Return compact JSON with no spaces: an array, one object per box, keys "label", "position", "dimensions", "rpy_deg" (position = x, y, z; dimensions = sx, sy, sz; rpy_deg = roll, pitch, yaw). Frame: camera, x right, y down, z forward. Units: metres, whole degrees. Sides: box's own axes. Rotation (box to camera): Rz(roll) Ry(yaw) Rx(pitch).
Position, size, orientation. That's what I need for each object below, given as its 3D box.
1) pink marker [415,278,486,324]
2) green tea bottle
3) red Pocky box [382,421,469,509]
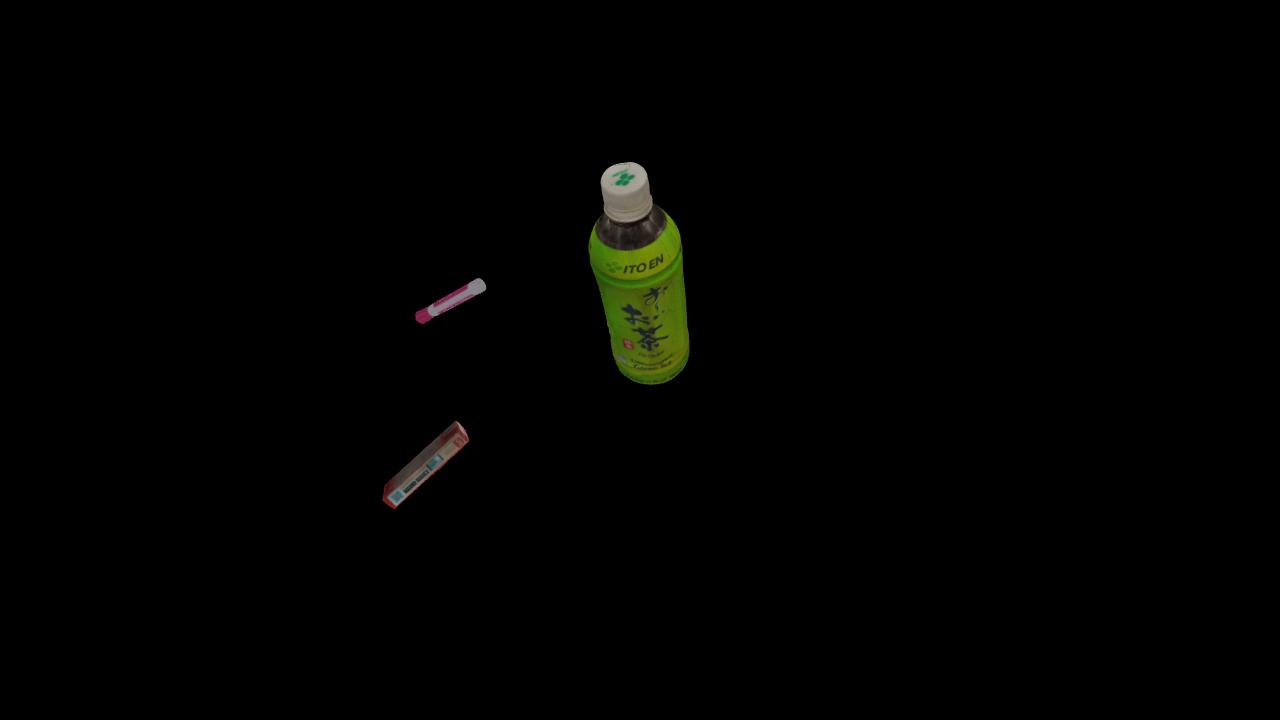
[{"label":"pink marker","position":[-0.256,-0.077,0.820],"dimensions":[0.121,0.020,0.020],"rpy_deg":[-22,-10,25]},{"label":"green tea bottle","position":[0.001,-0.060,0.478],"dimensions":[0.073,0.073,0.212],"rpy_deg":[0,-34,7]},{"label":"red Pocky box","position":[-0.343,0.166,0.990],"dimensions":[0.155,0.028,0.083],"rpy_deg":[-43,19,-11]}]
